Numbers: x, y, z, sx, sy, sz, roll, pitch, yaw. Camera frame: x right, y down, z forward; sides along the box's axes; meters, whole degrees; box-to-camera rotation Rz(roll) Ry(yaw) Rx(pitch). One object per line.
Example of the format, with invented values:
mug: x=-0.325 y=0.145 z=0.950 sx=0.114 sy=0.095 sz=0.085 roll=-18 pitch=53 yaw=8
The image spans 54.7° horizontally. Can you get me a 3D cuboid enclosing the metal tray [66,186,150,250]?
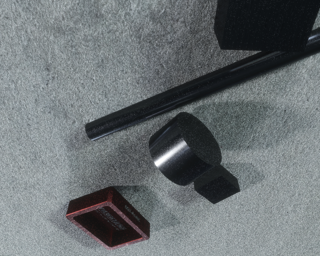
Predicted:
metal tray: x=-0.087 y=0.161 z=0.540 sx=0.090 sy=0.030 sz=0.130 roll=-22 pitch=127 yaw=17

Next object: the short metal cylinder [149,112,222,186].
short metal cylinder: x=0.033 y=0.026 z=0.394 sx=0.080 sy=0.080 sz=0.050 roll=35 pitch=122 yaw=-26

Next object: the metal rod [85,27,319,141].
metal rod: x=0.044 y=-0.046 z=0.368 sx=0.301 sy=0.025 sz=0.025 roll=-21 pitch=127 yaw=16

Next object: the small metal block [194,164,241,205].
small metal block: x=0.088 y=0.088 z=0.484 sx=0.050 sy=0.025 sz=0.050 roll=-35 pitch=123 yaw=25

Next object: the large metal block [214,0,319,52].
large metal block: x=0.099 y=-0.120 z=0.290 sx=0.081 sy=0.050 sz=0.079 roll=1 pitch=130 yaw=-2
